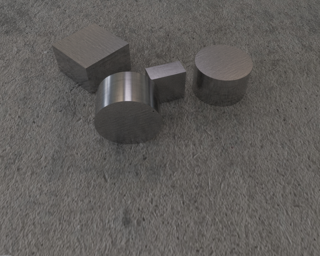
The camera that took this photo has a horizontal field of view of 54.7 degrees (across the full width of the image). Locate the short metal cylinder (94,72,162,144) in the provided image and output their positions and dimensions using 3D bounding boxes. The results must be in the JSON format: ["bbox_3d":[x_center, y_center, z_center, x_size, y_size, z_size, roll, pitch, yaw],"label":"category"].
[{"bbox_3d":[-0.039,-0.023,0.387,0.081,0.080,0.050,-3,50,-3],"label":"short metal cylinder"}]

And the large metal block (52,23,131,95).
[{"bbox_3d":[-0.103,-0.108,0.478,0.080,0.050,0.080,36,58,26],"label":"large metal block"}]

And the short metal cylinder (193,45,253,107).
[{"bbox_3d":[0.089,-0.077,0.453,0.081,0.050,0.080,0,50,0],"label":"short metal cylinder"}]

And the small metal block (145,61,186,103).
[{"bbox_3d":[0.008,-0.063,0.440,0.050,0.050,0.025,-15,52,-13],"label":"small metal block"}]
